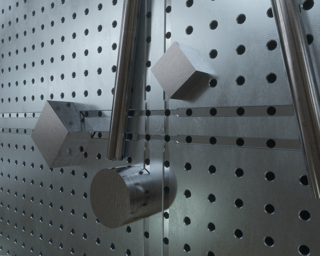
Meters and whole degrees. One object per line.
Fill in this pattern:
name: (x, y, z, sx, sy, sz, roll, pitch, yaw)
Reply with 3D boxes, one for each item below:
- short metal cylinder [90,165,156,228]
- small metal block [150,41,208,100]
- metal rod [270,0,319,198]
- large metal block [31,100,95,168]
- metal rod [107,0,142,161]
short metal cylinder: (-0.053, 0.094, 0.434, 0.080, 0.050, 0.079, 0, 90, 39)
small metal block: (0.023, -0.071, 0.389, 0.050, 0.025, 0.050, -45, 63, 30)
metal rod: (0.129, -0.085, 0.301, 0.025, 0.025, 0.298, -14, 81, 39)
large metal block: (-0.168, 0.010, 0.528, 0.080, 0.050, 0.080, 48, 118, 29)
metal rod: (-0.049, -0.101, 0.447, 0.025, 0.025, 0.298, 12, 97, 39)
